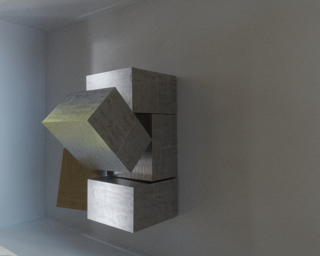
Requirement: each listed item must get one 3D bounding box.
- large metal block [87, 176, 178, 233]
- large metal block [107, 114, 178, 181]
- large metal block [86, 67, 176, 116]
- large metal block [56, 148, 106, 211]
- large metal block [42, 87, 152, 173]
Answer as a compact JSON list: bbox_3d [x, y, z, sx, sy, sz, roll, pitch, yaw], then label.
[{"bbox_3d":[-0.034,0.089,0.394,0.080,0.081,0.050,1,91,39],"label":"large metal block"},{"bbox_3d":[-0.024,0.023,0.409,0.080,0.050,0.079,-1,90,39],"label":"large metal block"},{"bbox_3d":[-0.036,-0.042,0.395,0.080,0.081,0.050,-1,89,39],"label":"large metal block"},{"bbox_3d":[-0.107,0.063,0.444,0.050,0.080,0.079,9,98,-4],"label":"large metal block"},{"bbox_3d":[-0.070,0.004,0.351,0.080,0.080,0.050,-1,45,39],"label":"large metal block"}]
